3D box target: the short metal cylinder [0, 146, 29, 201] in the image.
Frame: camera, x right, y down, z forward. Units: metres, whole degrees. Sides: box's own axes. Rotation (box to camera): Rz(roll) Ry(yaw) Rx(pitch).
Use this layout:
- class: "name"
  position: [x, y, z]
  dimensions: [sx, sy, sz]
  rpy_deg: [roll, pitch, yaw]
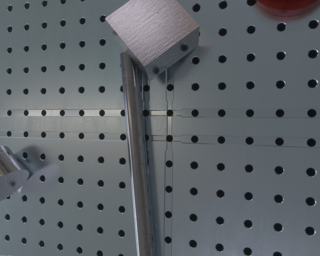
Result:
- class: "short metal cylinder"
  position: [-0.251, 0.073, 0.472]
  dimensions: [0.050, 0.080, 0.080]
  rpy_deg: [46, 104, 14]

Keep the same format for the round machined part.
- class: "round machined part"
  position: [0.149, -0.182, 0.351]
  dimensions: [0.098, 0.042, 0.097]
  rpy_deg: [0, 90, 20]

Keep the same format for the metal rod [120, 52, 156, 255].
- class: "metal rod"
  position: [-0.030, 0.046, 0.422]
  dimensions: [0.025, 0.025, 0.298]
  rpy_deg: [-6, 88, 20]

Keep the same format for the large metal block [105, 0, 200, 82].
- class: "large metal block"
  position: [-0.008, -0.120, 0.390]
  dimensions: [0.080, 0.050, 0.080]
  rpy_deg: [-37, 78, -3]
